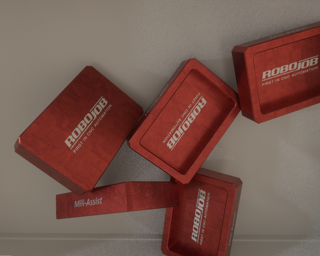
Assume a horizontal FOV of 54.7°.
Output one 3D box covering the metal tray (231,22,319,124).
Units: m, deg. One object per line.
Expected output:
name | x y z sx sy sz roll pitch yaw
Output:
metal tray | 0.156 -0.068 0.367 0.131 0.030 0.089 -18 110 -10

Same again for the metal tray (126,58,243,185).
metal tray | 0.032 -0.008 0.383 0.090 0.030 0.130 37 87 -14

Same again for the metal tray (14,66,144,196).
metal tray | -0.087 -0.001 0.359 0.090 0.130 0.030 40 143 -13

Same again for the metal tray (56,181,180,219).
metal tray | -0.053 0.090 0.383 0.130 0.091 0.030 -17 72 35

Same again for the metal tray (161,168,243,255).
metal tray | 0.054 0.122 0.420 0.090 0.030 0.129 12 102 28
